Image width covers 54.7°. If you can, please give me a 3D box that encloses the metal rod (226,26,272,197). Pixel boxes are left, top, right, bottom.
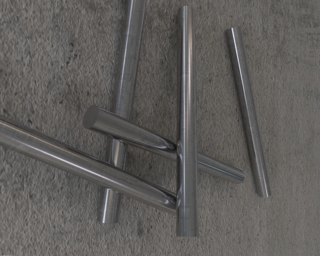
[{"bbox_3d":[0.155,-0.021,0.534,0.025,0.025,0.298,-23,105,-38],"label":"metal rod"}]

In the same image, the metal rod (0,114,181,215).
[{"bbox_3d":[-0.094,0.028,0.303,0.301,0.025,0.025,30,71,-29],"label":"metal rod"}]

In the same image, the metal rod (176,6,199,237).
[{"bbox_3d":[0.034,-0.022,0.389,0.025,0.025,0.299,17,66,-39],"label":"metal rod"}]

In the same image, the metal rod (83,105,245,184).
[{"bbox_3d":[0.030,0.035,0.409,0.301,0.025,0.025,25,74,-44],"label":"metal rod"}]

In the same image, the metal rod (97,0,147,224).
[{"bbox_3d":[-0.042,-0.041,0.368,0.025,0.025,0.298,11,83,-40],"label":"metal rod"}]
